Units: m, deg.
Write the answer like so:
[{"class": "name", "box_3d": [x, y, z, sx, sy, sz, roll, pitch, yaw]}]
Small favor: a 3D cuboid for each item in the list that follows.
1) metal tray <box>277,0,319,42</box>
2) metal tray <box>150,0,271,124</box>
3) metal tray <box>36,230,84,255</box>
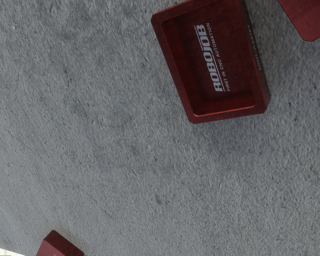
[{"class": "metal tray", "box_3d": [0.117, -0.142, 0.226, 0.130, 0.030, 0.090, 56, 145, -1]}, {"class": "metal tray", "box_3d": [0.055, -0.072, 0.329, 0.090, 0.030, 0.129, -10, 114, 32]}, {"class": "metal tray", "box_3d": [-0.235, 0.299, 0.712, 0.090, 0.030, 0.129, 36, 129, 4]}]
